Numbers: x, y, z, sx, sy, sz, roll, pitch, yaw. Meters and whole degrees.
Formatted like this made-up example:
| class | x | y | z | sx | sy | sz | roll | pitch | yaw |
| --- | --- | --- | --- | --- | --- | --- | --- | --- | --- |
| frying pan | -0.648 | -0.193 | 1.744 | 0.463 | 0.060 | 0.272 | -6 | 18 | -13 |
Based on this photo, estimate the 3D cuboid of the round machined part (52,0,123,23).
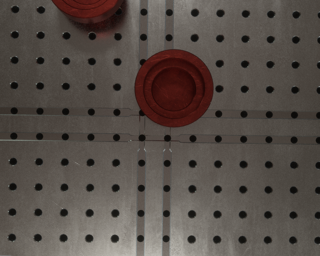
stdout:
| class | x | y | z | sx | sy | sz | roll | pitch | yaw |
| --- | --- | --- | --- | --- | --- | --- | --- | --- | --- |
| round machined part | -0.093 | -0.185 | 0.404 | 0.099 | 0.042 | 0.097 | 0 | 90 | -1 |

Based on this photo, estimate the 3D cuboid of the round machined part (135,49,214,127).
| class | x | y | z | sx | sy | sz | roll | pitch | yaw |
| --- | --- | --- | --- | --- | --- | --- | --- | --- | --- |
| round machined part | 0.018 | -0.049 | 0.405 | 0.099 | 0.042 | 0.097 | 0 | 90 | -1 |
